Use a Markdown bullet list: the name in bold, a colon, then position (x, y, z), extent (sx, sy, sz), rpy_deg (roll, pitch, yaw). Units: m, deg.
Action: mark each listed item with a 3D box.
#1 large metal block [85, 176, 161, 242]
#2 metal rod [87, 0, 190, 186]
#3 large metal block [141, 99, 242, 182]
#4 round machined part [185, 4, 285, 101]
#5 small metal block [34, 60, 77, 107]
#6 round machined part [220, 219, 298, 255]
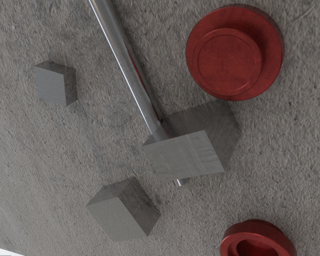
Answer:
- **large metal block**: position (-0.059, 0.134, 0.505), extent (0.080, 0.050, 0.080), rpy_deg (-24, 106, 36)
- **metal rod**: position (-0.028, -0.054, 0.387), extent (0.025, 0.025, 0.299), rpy_deg (-12, 113, 33)
- **large metal block**: position (0.039, 0.013, 0.359), extent (0.080, 0.080, 0.050), rpy_deg (-16, 110, 34)
- **round machined part**: position (0.072, -0.071, 0.314), extent (0.098, 0.042, 0.097), rpy_deg (13, 124, 21)
- **small metal block**: position (-0.149, -0.064, 0.446), extent (0.050, 0.025, 0.050), rpy_deg (18, 126, 17)
- **round machined part**: position (0.136, 0.166, 0.427), extent (0.098, 0.042, 0.097), rpy_deg (13, 124, 21)
